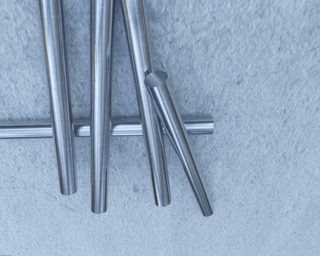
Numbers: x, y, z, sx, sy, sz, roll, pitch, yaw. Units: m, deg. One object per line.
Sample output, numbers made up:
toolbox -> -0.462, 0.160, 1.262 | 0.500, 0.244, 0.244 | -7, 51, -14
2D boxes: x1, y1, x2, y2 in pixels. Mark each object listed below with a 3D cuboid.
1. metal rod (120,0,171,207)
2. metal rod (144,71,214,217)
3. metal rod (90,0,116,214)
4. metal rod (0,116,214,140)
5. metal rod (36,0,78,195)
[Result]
metal rod -> -0.012, -0.022, 0.361 | 0.025, 0.025, 0.298 | -5, 122, 4
metal rod -> 0.038, 0.045, 0.420 | 0.025, 0.025, 0.299 | -13, 137, 10
metal rod -> -0.070, -0.011, 0.368 | 0.025, 0.025, 0.298 | 5, 122, -5
metal rod -> -0.083, 0.000, 0.405 | 0.302, 0.025, 0.025 | -1, 130, 0
metal rod -> -0.113, -0.040, 0.348 | 0.025, 0.025, 0.298 | 4, 123, -4
